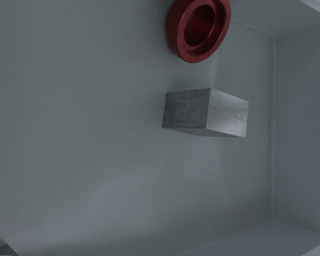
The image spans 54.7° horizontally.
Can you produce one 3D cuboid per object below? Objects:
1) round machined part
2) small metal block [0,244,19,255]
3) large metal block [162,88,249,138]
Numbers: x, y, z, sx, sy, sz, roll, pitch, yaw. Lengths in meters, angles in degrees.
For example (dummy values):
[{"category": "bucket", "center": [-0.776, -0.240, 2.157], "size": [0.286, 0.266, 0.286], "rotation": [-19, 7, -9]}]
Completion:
[{"category": "round machined part", "center": [0.046, -0.141, 0.417], "size": [0.099, 0.042, 0.097], "rotation": [-28, 140, -27]}, {"category": "small metal block", "center": [-0.150, 0.128, 0.266], "size": [0.050, 0.050, 0.025], "rotation": [-7, 95, -40]}, {"category": "large metal block", "center": [0.062, -0.018, 0.425], "size": [0.081, 0.080, 0.050], "rotation": [12, 83, -40]}]
